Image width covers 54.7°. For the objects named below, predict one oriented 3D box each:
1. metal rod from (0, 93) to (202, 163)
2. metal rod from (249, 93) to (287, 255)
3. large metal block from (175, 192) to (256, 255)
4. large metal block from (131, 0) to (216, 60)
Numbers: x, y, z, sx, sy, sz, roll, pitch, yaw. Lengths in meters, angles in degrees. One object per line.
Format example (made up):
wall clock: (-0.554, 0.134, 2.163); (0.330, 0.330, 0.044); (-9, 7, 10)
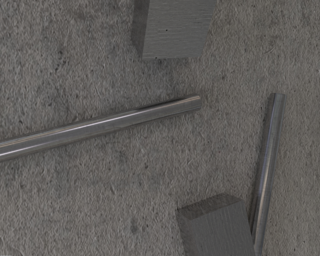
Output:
metal rod: (-0.086, 0.001, 0.377); (0.302, 0.025, 0.025); (-15, 95, -20)
metal rod: (0.155, 0.096, 0.466); (0.025, 0.025, 0.298); (12, 86, -20)
large metal block: (0.075, 0.143, 0.424); (0.081, 0.050, 0.080); (-15, 95, -20)
large metal block: (0.013, -0.133, 0.379); (0.081, 0.050, 0.079); (-8, 137, -20)
